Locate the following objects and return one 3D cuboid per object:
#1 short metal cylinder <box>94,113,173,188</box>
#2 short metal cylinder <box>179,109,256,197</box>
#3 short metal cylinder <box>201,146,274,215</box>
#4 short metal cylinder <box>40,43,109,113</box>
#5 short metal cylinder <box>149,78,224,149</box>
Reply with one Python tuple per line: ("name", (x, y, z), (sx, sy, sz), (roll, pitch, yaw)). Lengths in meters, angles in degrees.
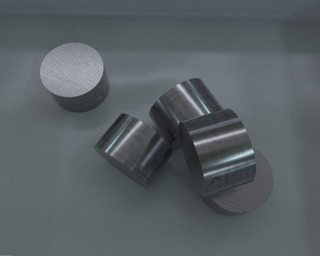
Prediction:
("short metal cylinder", (-0.031, 0.028, 0.370), (0.080, 0.080, 0.050), (34, 74, 11))
("short metal cylinder", (0.056, 0.025, 0.319), (0.050, 0.080, 0.080), (-16, 71, -6))
("short metal cylinder", (0.088, 0.063, 0.374), (0.081, 0.050, 0.080), (0, 70, -1))
("short metal cylinder", (-0.113, -0.067, 0.420), (0.081, 0.050, 0.080), (0, 70, 0))
("short metal cylinder", (0.034, -0.017, 0.387), (0.080, 0.080, 0.050), (-30, 73, -11))
